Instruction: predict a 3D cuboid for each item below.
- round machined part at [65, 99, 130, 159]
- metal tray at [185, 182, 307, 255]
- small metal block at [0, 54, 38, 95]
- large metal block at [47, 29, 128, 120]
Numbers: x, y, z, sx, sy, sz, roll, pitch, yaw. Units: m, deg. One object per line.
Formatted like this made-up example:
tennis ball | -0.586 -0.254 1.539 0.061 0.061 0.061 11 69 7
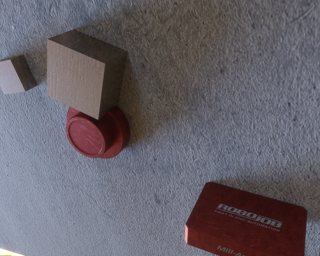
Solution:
round machined part | -0.096 0.005 0.449 0.098 0.042 0.097 13 124 21
metal tray | 0.107 0.120 0.383 0.130 0.090 0.030 13 124 21
small metal block | -0.224 -0.081 0.475 0.050 0.025 0.050 -2 117 29
large metal block | -0.095 -0.069 0.398 0.080 0.050 0.079 25 127 12
